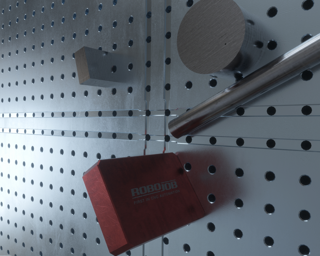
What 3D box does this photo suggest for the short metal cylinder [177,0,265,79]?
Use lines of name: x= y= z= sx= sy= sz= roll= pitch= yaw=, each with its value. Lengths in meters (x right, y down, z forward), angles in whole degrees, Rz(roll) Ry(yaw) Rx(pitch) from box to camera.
short metal cylinder: x=0.066 y=-0.095 z=0.338 sx=0.080 sy=0.050 sz=0.079 roll=0 pitch=90 yaw=39

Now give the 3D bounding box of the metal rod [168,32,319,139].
metal rod: x=0.124 y=-0.060 z=0.305 sx=0.299 sy=0.025 sz=0.025 roll=-31 pitch=71 yaw=35

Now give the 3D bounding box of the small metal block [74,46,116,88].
small metal block: x=-0.098 y=-0.092 z=0.471 sx=0.025 sy=0.050 sz=0.050 roll=-20 pitch=78 yaw=38

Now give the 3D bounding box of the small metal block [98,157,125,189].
small metal block: x=-0.056 y=0.066 z=0.437 sx=0.050 sy=0.050 sz=0.025 roll=33 pitch=111 yaw=35

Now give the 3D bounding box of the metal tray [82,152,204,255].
metal tray: x=-0.013 y=0.077 z=0.350 sx=0.030 sy=0.131 sz=0.090 roll=-39 pitch=66 yaw=33
